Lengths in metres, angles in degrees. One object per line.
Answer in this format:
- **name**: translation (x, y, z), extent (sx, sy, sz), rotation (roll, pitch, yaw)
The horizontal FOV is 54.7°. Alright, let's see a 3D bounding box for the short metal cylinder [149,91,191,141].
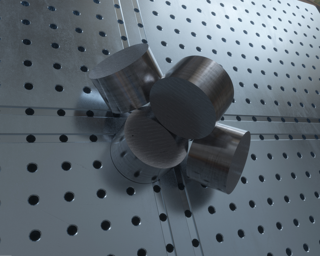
- **short metal cylinder**: translation (0.030, -0.026, 0.425), extent (0.081, 0.050, 0.080), rotation (14, 56, -21)

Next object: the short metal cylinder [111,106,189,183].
- **short metal cylinder**: translation (-0.013, 0.020, 0.373), extent (0.081, 0.050, 0.080), rotation (14, 56, -21)

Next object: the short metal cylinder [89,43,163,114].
- **short metal cylinder**: translation (-0.039, -0.062, 0.382), extent (0.080, 0.080, 0.050), rotation (-55, 129, -39)

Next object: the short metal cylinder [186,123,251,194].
- **short metal cylinder**: translation (0.074, 0.035, 0.384), extent (0.050, 0.079, 0.080), rotation (18, 45, 27)

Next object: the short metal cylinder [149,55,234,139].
- **short metal cylinder**: translation (0.036, -0.034, 0.348), extent (0.080, 0.080, 0.050), rotation (41, 51, 0)
